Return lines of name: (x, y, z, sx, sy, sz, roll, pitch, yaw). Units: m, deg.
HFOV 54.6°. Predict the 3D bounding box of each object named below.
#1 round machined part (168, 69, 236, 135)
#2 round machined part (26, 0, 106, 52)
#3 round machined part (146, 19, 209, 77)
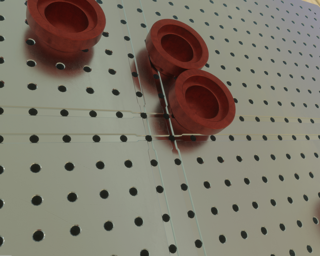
round machined part: (0.056, -0.033, 0.446, 0.099, 0.042, 0.098, 13, 57, -21)
round machined part: (-0.126, -0.142, 0.415, 0.099, 0.042, 0.098, 13, 56, -21)
round machined part: (0.023, -0.118, 0.481, 0.099, 0.042, 0.098, 14, 56, -21)
